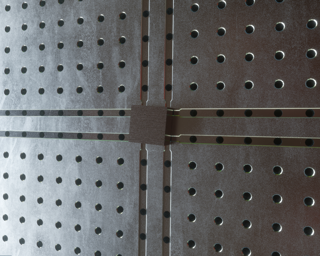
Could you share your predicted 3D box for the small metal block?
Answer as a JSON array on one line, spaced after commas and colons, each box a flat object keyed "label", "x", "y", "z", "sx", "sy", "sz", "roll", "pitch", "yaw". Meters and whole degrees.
[{"label": "small metal block", "x": -0.012, "y": -0.004, "z": 0.416, "sx": 0.050, "sy": 0.025, "sz": 0.050, "roll": 5, "pitch": 92, "yaw": 19}]
